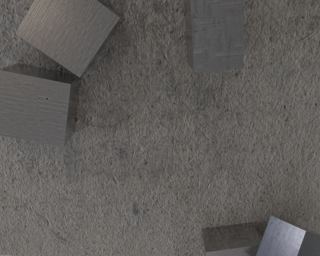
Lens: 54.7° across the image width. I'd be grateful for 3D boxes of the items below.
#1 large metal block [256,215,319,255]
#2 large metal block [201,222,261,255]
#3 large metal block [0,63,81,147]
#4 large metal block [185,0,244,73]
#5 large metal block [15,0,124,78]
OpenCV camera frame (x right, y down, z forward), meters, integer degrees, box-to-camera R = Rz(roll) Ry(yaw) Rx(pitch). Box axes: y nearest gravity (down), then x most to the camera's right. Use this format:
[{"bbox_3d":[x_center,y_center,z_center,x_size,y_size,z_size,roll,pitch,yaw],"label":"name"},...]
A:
[{"bbox_3d":[0.182,0.176,0.431,0.080,0.050,0.080,26,84,-39],"label":"large metal block"},{"bbox_3d":[0.111,0.196,0.470,0.080,0.050,0.079,-9,110,3],"label":"large metal block"},{"bbox_3d":[-0.148,-0.029,0.384,0.081,0.050,0.079,11,110,-4],"label":"large metal block"},{"bbox_3d":[0.056,-0.109,0.340,0.050,0.080,0.079,-5,110,2],"label":"large metal block"},{"bbox_3d":[-0.098,-0.117,0.352,0.080,0.050,0.080,35,106,-12],"label":"large metal block"}]
